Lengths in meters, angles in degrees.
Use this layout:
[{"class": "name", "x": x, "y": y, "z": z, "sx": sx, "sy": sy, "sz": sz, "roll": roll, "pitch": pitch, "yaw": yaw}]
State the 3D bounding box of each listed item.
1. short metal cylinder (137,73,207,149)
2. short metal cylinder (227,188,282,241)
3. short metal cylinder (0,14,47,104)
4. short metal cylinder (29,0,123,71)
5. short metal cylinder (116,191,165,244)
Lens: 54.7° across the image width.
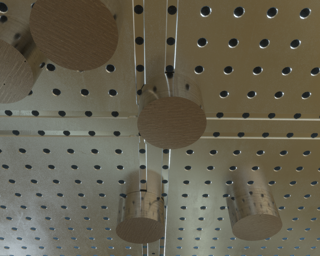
[{"class": "short metal cylinder", "x": 0.014, "y": -0.020, "z": 0.379, "sx": 0.081, "sy": 0.050, "sz": 0.079, "roll": 0, "pitch": 130, "yaw": 0}, {"class": "short metal cylinder", "x": 0.158, "y": 0.147, "z": 0.523, "sx": 0.081, "sy": 0.050, "sz": 0.079, "roll": -1, "pitch": 130, "yaw": 0}, {"class": "short metal cylinder", "x": -0.169, "y": -0.073, "z": 0.331, "sx": 0.081, "sy": 0.050, "sz": 0.079, "roll": 0, "pitch": 130, "yaw": 0}, {"class": "short metal cylinder", "x": -0.079, "y": -0.104, "z": 0.306, "sx": 0.081, "sy": 0.050, "sz": 0.079, "roll": 0, "pitch": 130, "yaw": 0}, {"class": "short metal cylinder", "x": -0.032, "y": 0.153, "z": 0.525, "sx": 0.081, "sy": 0.050, "sz": 0.079, "roll": -1, "pitch": 131, "yaw": -1}]
